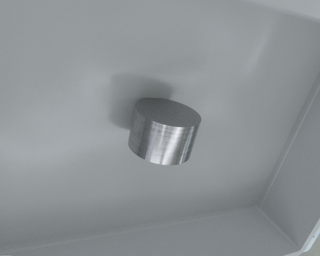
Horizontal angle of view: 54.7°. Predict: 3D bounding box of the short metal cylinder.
[{"bbox_3d":[0.005,0.002,0.379,0.081,0.080,0.050,-1,119,-28],"label":"short metal cylinder"}]
